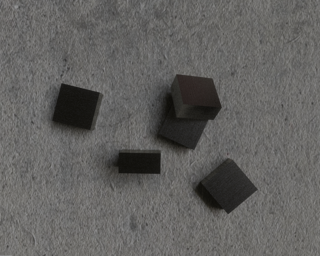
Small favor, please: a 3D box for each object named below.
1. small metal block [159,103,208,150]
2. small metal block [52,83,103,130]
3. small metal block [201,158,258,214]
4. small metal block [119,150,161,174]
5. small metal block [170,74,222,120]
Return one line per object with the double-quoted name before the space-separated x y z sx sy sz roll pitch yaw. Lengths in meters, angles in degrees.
"small metal block" 0.032 -0.005 0.410 0.050 0.025 0.050 25 90 0
"small metal block" -0.108 -0.027 0.409 0.050 0.025 0.050 14 90 0
"small metal block" 0.091 0.076 0.411 0.050 0.025 0.050 -40 90 0
"small metal block" -0.024 0.042 0.397 0.050 0.050 0.025 1 90 0
"small metal block" 0.044 -0.039 0.391 0.050 0.025 0.050 4 53 -17
